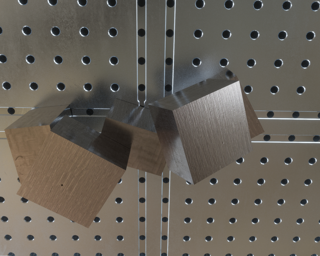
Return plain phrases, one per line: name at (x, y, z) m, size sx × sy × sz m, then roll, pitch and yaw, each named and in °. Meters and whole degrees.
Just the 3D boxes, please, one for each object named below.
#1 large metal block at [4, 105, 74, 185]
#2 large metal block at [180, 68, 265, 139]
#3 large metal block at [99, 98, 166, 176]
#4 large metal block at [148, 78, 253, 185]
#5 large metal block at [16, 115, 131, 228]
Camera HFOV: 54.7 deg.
large metal block at (-0.142, 0.022, 0.390) m, size 0.050 × 0.080 × 0.079 m, roll -6°, pitch 110°, yaw 2°
large metal block at (0.072, -0.017, 0.395) m, size 0.080 × 0.050 × 0.080 m, roll -29°, pitch 108°, yaw 9°
large metal block at (-0.029, 0.009, 0.386) m, size 0.080 × 0.080 × 0.050 m, roll 18°, pitch 109°, yaw -7°
large metal block at (0.044, 0.000, 0.328) m, size 0.081 × 0.050 × 0.080 m, roll -25°, pitch 111°, yaw -22°
large metal block at (-0.088, 0.045, 0.329) m, size 0.080 × 0.050 × 0.080 m, roll 30°, pitch 107°, yaw -10°
